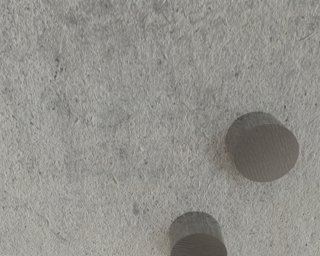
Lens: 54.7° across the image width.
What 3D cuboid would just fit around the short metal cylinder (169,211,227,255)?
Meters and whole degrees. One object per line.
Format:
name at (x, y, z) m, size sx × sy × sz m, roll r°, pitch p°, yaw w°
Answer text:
short metal cylinder at (0.055, 0.173, 0.460) m, size 0.081 × 0.050 × 0.079 m, roll 0°, pitch 110°, yaw 0°

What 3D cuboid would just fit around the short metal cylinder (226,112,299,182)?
short metal cylinder at (0.131, 0.024, 0.406) m, size 0.081 × 0.050 × 0.079 m, roll 0°, pitch 110°, yaw 0°
